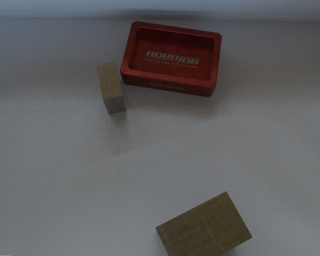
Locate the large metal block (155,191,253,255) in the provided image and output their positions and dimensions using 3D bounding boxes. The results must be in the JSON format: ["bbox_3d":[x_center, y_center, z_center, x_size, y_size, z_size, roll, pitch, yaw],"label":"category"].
[{"bbox_3d":[0.043,0.115,0.339,0.080,0.080,0.050,-25,72,-9],"label":"large metal block"}]

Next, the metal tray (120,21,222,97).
[{"bbox_3d":[0.017,-0.099,0.443,0.131,0.030,0.090,9,70,3],"label":"metal tray"}]

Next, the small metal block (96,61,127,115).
[{"bbox_3d":[-0.064,-0.052,0.415,0.025,0.050,0.050,-13,71,-5],"label":"small metal block"}]
